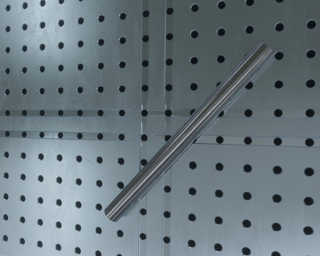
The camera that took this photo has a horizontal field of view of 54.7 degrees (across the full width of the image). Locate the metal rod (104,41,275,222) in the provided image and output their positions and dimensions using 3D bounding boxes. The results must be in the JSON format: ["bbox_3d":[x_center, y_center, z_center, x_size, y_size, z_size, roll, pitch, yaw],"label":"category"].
[{"bbox_3d":[0.030,0.014,0.401,0.025,0.025,0.299,45,103,14],"label":"metal rod"}]
